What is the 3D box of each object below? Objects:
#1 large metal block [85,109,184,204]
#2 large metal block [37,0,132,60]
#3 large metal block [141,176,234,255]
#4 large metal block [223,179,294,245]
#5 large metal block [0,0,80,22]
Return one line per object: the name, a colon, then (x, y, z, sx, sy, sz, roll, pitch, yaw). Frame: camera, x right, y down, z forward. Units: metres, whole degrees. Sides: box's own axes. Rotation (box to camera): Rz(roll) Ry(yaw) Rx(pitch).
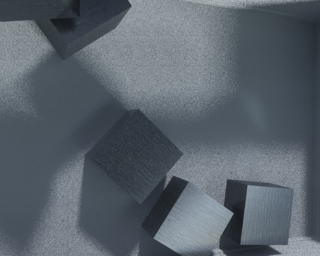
large metal block: (-0.033, 0.033, 0.386, 0.080, 0.050, 0.080, 45, 76, -15)
large metal block: (-0.088, -0.126, 0.349, 0.080, 0.080, 0.050, -38, 103, -16)
large metal block: (0.036, 0.122, 0.412, 0.080, 0.050, 0.080, 37, 78, -17)
large metal block: (0.141, 0.122, 0.451, 0.081, 0.050, 0.080, 9, 87, -20)
large metal block: (-0.118, -0.143, 0.270, 0.080, 0.050, 0.080, 0, 88, 9)
